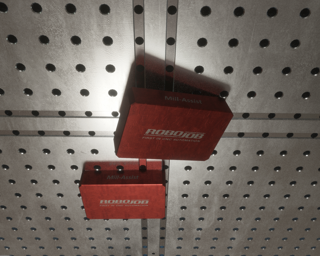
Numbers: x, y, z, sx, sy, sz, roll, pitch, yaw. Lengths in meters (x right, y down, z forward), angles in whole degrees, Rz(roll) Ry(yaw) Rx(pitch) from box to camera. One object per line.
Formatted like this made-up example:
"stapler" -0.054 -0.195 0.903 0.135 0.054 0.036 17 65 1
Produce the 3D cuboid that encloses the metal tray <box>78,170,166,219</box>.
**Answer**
"metal tray" -0.057 0.109 0.501 0.131 0.030 0.089 0 130 -1

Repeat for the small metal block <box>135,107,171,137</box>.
"small metal block" -0.012 -0.014 0.400 0.050 0.025 0.050 -2 130 1

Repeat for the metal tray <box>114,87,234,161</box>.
"metal tray" 0.015 0.000 0.391 0.131 0.030 0.089 4 131 -20
